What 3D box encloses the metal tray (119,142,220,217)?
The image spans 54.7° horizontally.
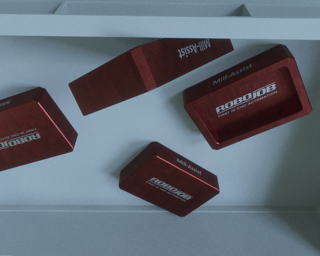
[{"bbox_3d":[0.015,0.083,0.477,0.131,0.030,0.090,31,123,-24],"label":"metal tray"}]

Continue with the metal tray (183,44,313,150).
[{"bbox_3d":[0.105,-0.032,0.379,0.130,0.030,0.090,-24,126,19],"label":"metal tray"}]

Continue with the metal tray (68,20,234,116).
[{"bbox_3d":[-0.003,-0.055,0.277,0.090,0.131,0.030,-14,103,43],"label":"metal tray"}]

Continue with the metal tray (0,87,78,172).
[{"bbox_3d":[-0.189,0.006,0.409,0.130,0.030,0.090,-16,129,12],"label":"metal tray"}]
